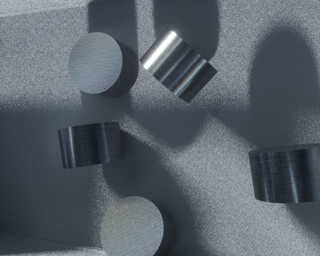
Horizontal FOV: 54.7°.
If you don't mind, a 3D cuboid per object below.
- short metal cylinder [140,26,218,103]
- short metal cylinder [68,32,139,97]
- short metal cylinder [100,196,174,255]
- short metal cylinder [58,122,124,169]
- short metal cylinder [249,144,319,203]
[{"bbox_3d":[0.023,-0.076,0.373,0.080,0.080,0.050,45,104,14],"label":"short metal cylinder"},{"bbox_3d":[-0.076,-0.084,0.424,0.080,0.050,0.080,0,90,20],"label":"short metal cylinder"},{"bbox_3d":[-0.027,0.131,0.391,0.080,0.050,0.080,-7,64,14],"label":"short metal cylinder"},{"bbox_3d":[-0.091,0.023,0.413,0.080,0.080,0.050,-10,87,20],"label":"short metal cylinder"},{"bbox_3d":[0.140,0.046,0.332,0.080,0.080,0.050,-8,87,20],"label":"short metal cylinder"}]
